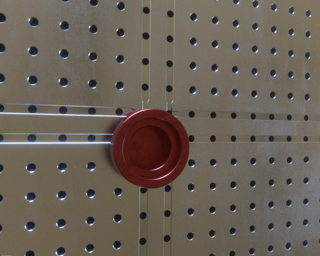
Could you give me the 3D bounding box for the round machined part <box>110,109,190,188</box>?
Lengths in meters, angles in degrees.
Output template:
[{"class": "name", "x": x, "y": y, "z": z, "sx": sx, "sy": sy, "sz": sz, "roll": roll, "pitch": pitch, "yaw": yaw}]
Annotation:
[{"class": "round machined part", "x": -0.015, "y": 0.025, "z": 0.398, "sx": 0.099, "sy": 0.042, "sz": 0.097, "roll": 0, "pitch": 90, "yaw": -20}]
